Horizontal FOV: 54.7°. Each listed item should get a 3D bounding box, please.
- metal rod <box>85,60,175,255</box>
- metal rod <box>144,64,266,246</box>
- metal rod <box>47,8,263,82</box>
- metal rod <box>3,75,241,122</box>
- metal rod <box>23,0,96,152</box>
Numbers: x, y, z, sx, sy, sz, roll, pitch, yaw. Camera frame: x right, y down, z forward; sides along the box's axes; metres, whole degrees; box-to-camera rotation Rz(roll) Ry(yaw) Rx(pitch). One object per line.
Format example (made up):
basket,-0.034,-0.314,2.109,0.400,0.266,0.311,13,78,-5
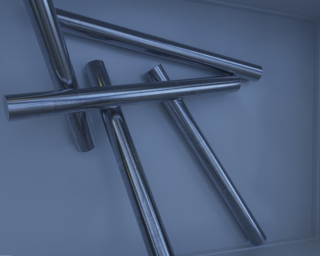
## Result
metal rod,-0.028,0.055,0.337,0.025,0.025,0.299,-15,71,-20
metal rod,0.069,0.045,0.437,0.025,0.025,0.299,-36,102,-17
metal rod,0.006,-0.106,0.413,0.302,0.025,0.025,10,87,-20
metal rod,-0.016,-0.041,0.366,0.303,0.025,0.025,-11,94,-34
metal rod,-0.109,-0.100,0.296,0.025,0.025,0.298,-22,127,-19
